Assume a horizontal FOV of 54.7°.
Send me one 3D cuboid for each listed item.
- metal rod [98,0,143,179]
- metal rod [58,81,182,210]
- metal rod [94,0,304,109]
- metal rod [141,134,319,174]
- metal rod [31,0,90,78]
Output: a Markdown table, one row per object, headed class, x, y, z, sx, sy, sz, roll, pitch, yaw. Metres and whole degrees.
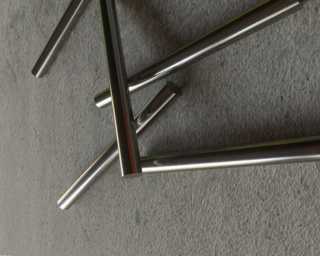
| class | x | y | z | sx | sy | sz | roll | pitch | yaw |
| --- | --- | --- | --- | --- | --- | --- | --- | --- | --- |
| metal rod | -0.059 | -0.080 | 0.421 | 0.025 | 0.025 | 0.299 | -27 | 64 | 36 |
| metal rod | -0.074 | 0.040 | 0.463 | 0.299 | 0.025 | 0.025 | -44 | 64 | 30 |
| metal rod | 0.020 | -0.083 | 0.386 | 0.299 | 0.025 | 0.025 | -21 | 77 | 37 |
| metal rod | 0.084 | 0.030 | 0.334 | 0.300 | 0.025 | 0.025 | -11 | 83 | 39 |
| metal rod | -0.144 | -0.197 | 0.520 | 0.299 | 0.025 | 0.025 | -45 | 63 | 30 |
